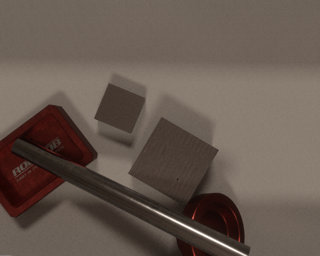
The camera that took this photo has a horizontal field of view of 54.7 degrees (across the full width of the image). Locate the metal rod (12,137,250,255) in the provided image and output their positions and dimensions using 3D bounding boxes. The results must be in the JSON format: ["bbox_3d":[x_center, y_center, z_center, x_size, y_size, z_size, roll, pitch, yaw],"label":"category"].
[{"bbox_3d":[-0.047,0.078,0.356,0.301,0.025,0.025,22,90,16],"label":"metal rod"}]

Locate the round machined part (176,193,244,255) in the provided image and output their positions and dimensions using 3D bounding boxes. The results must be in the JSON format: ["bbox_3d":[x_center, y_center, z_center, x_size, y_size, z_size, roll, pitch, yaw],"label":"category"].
[{"bbox_3d":[0.059,0.132,0.387,0.099,0.042,0.098,13,69,-38],"label":"round machined part"}]

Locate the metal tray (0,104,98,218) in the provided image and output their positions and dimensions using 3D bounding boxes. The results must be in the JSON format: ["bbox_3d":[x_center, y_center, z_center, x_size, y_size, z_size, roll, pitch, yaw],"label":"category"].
[{"bbox_3d":[-0.161,0.042,0.406,0.130,0.030,0.090,-37,90,-1],"label":"metal tray"}]

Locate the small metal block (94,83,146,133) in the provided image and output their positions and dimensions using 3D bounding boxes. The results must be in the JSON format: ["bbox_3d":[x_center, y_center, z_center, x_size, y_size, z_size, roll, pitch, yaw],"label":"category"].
[{"bbox_3d":[-0.052,-0.025,0.411,0.050,0.025,0.050,23,90,-1],"label":"small metal block"}]

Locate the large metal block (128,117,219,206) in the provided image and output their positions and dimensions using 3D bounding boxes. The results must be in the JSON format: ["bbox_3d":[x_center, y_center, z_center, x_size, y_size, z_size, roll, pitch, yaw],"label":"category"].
[{"bbox_3d":[0.016,0.041,0.399,0.080,0.050,0.080,30,90,-1],"label":"large metal block"}]
